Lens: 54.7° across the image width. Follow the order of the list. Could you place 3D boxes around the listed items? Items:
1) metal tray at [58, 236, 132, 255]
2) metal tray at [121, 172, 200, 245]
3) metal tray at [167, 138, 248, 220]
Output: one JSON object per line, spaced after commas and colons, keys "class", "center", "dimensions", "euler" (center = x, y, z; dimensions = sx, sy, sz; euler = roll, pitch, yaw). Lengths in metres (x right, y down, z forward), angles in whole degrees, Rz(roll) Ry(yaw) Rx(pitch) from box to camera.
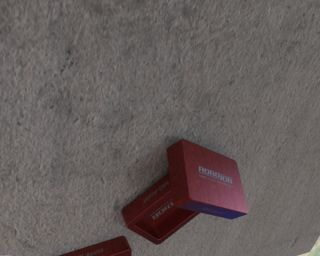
{"class": "metal tray", "center": [-0.112, 0.228, 0.485], "dimensions": [0.131, 0.030, 0.089], "euler": [-10, 123, -24]}
{"class": "metal tray", "center": [0.018, 0.118, 0.481], "dimensions": [0.130, 0.030, 0.090], "euler": [-39, 130, 4]}
{"class": "metal tray", "center": [0.071, 0.077, 0.451], "dimensions": [0.131, 0.090, 0.030], "euler": [23, 138, -37]}
